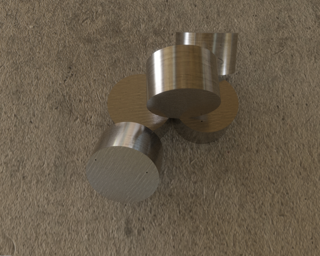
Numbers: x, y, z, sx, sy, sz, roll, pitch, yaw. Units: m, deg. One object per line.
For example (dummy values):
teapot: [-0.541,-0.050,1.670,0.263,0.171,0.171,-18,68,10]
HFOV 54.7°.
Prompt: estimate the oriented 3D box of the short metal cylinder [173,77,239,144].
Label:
short metal cylinder: [0.057,-0.024,0.405,0.081,0.050,0.080,0,70,0]

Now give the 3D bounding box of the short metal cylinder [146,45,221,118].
short metal cylinder: [0.025,-0.048,0.345,0.081,0.080,0.050,-1,70,-1]

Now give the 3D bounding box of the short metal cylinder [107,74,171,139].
short metal cylinder: [-0.024,-0.023,0.403,0.081,0.050,0.080,0,70,0]

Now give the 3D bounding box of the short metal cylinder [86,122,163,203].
short metal cylinder: [-0.038,0.040,0.358,0.080,0.079,0.050,7,31,2]

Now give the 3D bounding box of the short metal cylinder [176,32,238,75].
short metal cylinder: [0.061,-0.101,0.410,0.081,0.080,0.050,1,108,0]
